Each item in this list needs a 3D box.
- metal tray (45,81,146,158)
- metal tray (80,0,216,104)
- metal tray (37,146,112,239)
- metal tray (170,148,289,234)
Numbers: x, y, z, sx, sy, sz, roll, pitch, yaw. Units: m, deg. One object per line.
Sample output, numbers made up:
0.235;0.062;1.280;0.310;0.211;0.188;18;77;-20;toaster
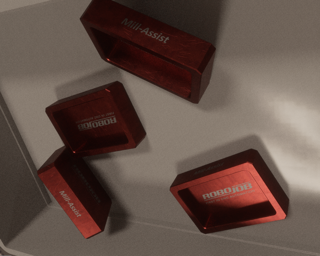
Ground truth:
-0.095;-0.008;0.448;0.130;0.030;0.090;-12;113;32;metal tray
-0.010;-0.078;0.327;0.130;0.030;0.090;27;169;11;metal tray
-0.129;0.096;0.489;0.030;0.090;0.130;-28;105;8;metal tray
0.089;0.089;0.412;0.130;0.030;0.090;-27;104;37;metal tray
